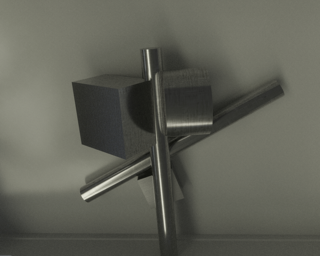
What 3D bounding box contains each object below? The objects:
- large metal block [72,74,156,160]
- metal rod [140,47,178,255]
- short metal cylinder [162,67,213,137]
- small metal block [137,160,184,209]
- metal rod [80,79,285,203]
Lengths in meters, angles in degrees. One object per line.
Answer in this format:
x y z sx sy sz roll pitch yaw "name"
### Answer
-0.054 -0.017 0.369 0.080 0.050 0.079 13 116 38 "large metal block"
0.001 0.050 0.400 0.025 0.025 0.298 -5 109 1 "metal rod"
0.030 -0.031 0.369 0.050 0.080 0.079 -5 110 0 "short metal cylinder"
0.002 0.081 0.439 0.050 0.025 0.050 -20 109 7 "small metal block"
0.022 0.022 0.417 0.300 0.025 0.025 -30 108 10 "metal rod"
